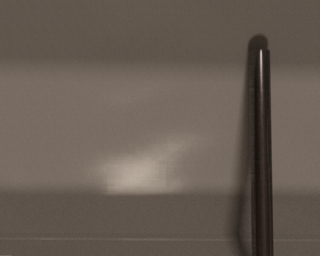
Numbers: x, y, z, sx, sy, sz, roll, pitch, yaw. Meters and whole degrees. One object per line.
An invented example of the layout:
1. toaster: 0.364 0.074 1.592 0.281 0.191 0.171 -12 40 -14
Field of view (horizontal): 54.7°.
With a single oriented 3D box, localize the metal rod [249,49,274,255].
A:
1. metal rod: 0.123 0.056 0.376 0.025 0.025 0.298 0 88 0
